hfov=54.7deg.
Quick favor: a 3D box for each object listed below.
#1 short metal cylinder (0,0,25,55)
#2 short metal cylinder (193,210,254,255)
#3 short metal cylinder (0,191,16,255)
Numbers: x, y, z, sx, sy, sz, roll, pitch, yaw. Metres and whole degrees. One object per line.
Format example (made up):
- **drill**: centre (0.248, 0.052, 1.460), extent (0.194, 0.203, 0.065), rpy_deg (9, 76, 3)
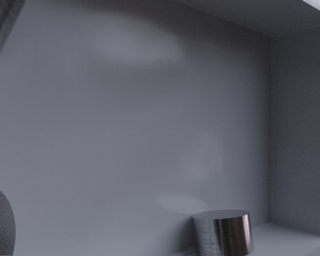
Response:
- **short metal cylinder**: centre (-0.155, -0.098, 0.240), extent (0.080, 0.080, 0.050), rpy_deg (28, 72, -37)
- **short metal cylinder**: centre (0.089, 0.148, 0.441), extent (0.081, 0.080, 0.050), rpy_deg (1, 80, -40)
- **short metal cylinder**: centre (-0.155, 0.086, 0.233), extent (0.080, 0.050, 0.080), rpy_deg (-9, 91, -85)
